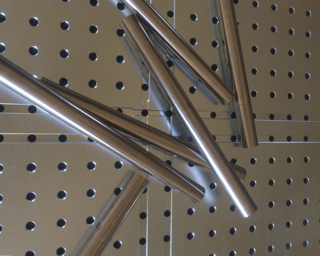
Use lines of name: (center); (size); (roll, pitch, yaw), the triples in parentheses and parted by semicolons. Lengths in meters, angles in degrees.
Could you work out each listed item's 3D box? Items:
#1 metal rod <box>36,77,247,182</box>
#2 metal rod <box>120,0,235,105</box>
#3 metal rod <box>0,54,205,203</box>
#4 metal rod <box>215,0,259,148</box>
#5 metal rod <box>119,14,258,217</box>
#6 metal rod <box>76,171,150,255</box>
metal rod: (-0.011, 0.011, 0.408); (0.301, 0.025, 0.025); (25, 82, -19)
metal rod: (-0.008, -0.141, 0.409); (0.300, 0.025, 0.025); (43, 77, -15)
metal rod: (-0.059, 0.013, 0.374); (0.301, 0.025, 0.025); (35, 79, -23)
metal rod: (0.105, -0.119, 0.450); (0.025, 0.025, 0.298); (-13, 94, -20)
metal rod: (0.039, -0.013, 0.407); (0.025, 0.025, 0.299); (-34, 94, -17)
metal rod: (-0.107, 0.184, 0.373); (0.025, 0.025, 0.300); (38, 78, -16)
